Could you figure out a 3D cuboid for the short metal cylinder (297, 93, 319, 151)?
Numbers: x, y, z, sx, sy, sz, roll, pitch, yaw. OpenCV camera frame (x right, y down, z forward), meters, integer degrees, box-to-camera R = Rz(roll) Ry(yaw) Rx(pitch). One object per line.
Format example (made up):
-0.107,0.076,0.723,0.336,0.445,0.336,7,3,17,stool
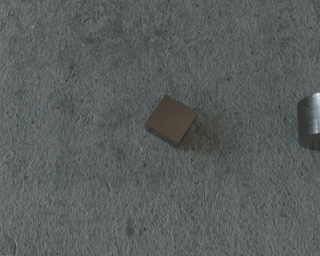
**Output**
0.214,-0.006,0.383,0.080,0.080,0.050,5,70,2,short metal cylinder

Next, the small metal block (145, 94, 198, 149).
0.015,-0.009,0.411,0.050,0.025,0.050,31,73,10,small metal block
